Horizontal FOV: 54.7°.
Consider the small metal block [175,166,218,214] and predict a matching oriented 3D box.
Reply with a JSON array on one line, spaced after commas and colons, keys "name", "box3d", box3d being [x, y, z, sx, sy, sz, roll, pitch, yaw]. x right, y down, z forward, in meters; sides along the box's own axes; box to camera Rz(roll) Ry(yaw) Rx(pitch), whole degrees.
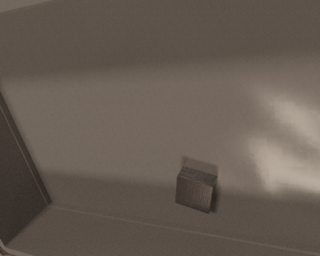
[{"name": "small metal block", "box3d": [0.051, 0.087, 0.435, 0.050, 0.025, 0.050, 14, 124, 19]}]
